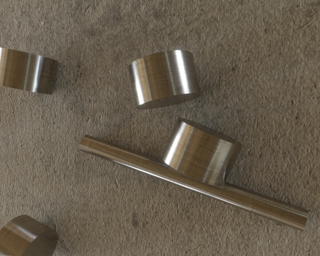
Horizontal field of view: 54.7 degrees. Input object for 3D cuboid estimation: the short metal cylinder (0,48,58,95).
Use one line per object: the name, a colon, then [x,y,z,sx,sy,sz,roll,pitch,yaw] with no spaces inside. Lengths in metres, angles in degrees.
short metal cylinder: [-0.193,-0.081,0.448,0.080,0.080,0.050,13,95,19]

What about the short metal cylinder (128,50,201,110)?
short metal cylinder: [0.006,-0.056,0.378,0.080,0.080,0.050,-13,86,19]

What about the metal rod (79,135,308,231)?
metal rod: [0.028,0.063,0.399,0.301,0.025,0.025,17,96,19]

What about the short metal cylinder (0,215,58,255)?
short metal cylinder: [-0.196,0.174,0.449,0.050,0.080,0.080,21,97,19]

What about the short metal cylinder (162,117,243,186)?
short metal cylinder: [0.048,0.026,0.363,0.080,0.080,0.050,25,98,18]
